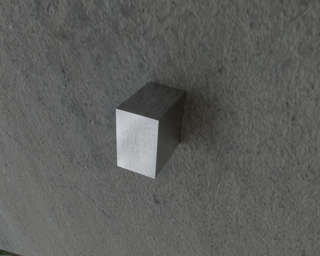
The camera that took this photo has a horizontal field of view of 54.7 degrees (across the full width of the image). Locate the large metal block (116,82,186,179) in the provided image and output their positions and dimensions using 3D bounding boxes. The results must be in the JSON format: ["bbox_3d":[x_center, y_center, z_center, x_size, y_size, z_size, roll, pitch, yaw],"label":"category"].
[{"bbox_3d":[-0.010,0.000,0.375,0.050,0.080,0.079,16,125,18],"label":"large metal block"}]
